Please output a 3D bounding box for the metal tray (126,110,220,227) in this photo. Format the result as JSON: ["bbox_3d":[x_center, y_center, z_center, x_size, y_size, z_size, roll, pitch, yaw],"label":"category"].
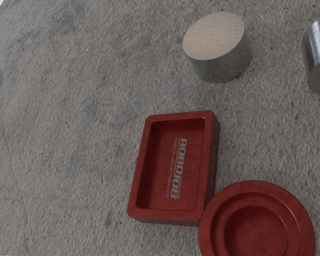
[{"bbox_3d":[0.018,0.044,0.363,0.090,0.030,0.130,-4,60,26],"label":"metal tray"}]

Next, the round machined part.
[{"bbox_3d":[0.089,0.101,0.284,0.098,0.042,0.098,-13,56,21],"label":"round machined part"}]

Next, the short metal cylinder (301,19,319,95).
[{"bbox_3d":[0.190,-0.074,0.314,0.080,0.080,0.050,-8,58,24],"label":"short metal cylinder"}]

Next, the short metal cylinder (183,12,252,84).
[{"bbox_3d":[0.077,-0.106,0.413,0.080,0.050,0.080,-13,56,21],"label":"short metal cylinder"}]
